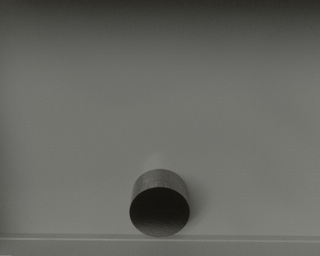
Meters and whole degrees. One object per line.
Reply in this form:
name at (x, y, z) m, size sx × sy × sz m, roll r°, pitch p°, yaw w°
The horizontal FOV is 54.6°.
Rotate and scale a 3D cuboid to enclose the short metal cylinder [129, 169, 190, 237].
short metal cylinder at (0.000, 0.105, 0.436) m, size 0.080 × 0.050 × 0.079 m, roll 0°, pitch 110°, yaw 0°
